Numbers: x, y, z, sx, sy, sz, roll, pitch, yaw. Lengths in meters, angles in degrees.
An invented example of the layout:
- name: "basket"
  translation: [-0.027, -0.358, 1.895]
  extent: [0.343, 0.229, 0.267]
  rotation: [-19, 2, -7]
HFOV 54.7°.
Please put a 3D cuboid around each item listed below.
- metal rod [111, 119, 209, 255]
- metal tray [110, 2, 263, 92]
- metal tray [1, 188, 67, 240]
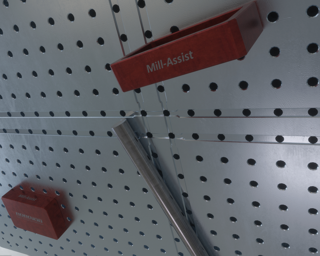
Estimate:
- name: "metal rod"
  translation: [0.014, 0.119, 0.477]
  extent: [0.025, 0.025, 0.299]
  rotation: [-19, 109, 35]
- name: "metal tray"
  translation: [0.026, -0.079, 0.306]
  extent: [0.130, 0.090, 0.030]
  rotation: [-11, 113, 33]
- name: "metal tray"
  translation: [-0.269, 0.183, 0.663]
  extent: [0.130, 0.030, 0.089]
  rotation: [6, 121, 25]
